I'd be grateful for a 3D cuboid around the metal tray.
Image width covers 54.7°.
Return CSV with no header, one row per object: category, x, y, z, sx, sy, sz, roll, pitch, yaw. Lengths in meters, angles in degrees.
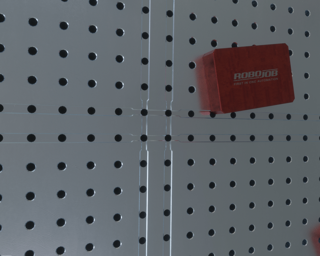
metal tray,0.134,-0.074,0.459,0.131,0.030,0.089,-10,94,-20
